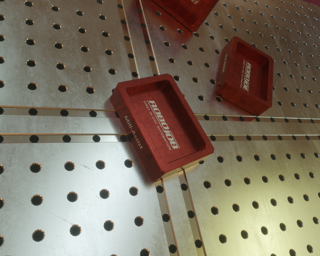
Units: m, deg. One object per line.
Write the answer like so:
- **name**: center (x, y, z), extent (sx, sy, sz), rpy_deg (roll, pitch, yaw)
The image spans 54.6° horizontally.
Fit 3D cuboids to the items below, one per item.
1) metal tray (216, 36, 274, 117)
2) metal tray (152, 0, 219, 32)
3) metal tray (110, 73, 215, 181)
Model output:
- **metal tray**: center (0.151, -0.093, 0.541), extent (0.090, 0.030, 0.130), rpy_deg (26, 53, -12)
- **metal tray**: center (0.036, -0.240, 0.531), extent (0.130, 0.090, 0.030), rpy_deg (38, 51, -3)
- **metal tray**: center (0.003, -0.006, 0.409), extent (0.091, 0.030, 0.130), rpy_deg (-17, 71, -35)
